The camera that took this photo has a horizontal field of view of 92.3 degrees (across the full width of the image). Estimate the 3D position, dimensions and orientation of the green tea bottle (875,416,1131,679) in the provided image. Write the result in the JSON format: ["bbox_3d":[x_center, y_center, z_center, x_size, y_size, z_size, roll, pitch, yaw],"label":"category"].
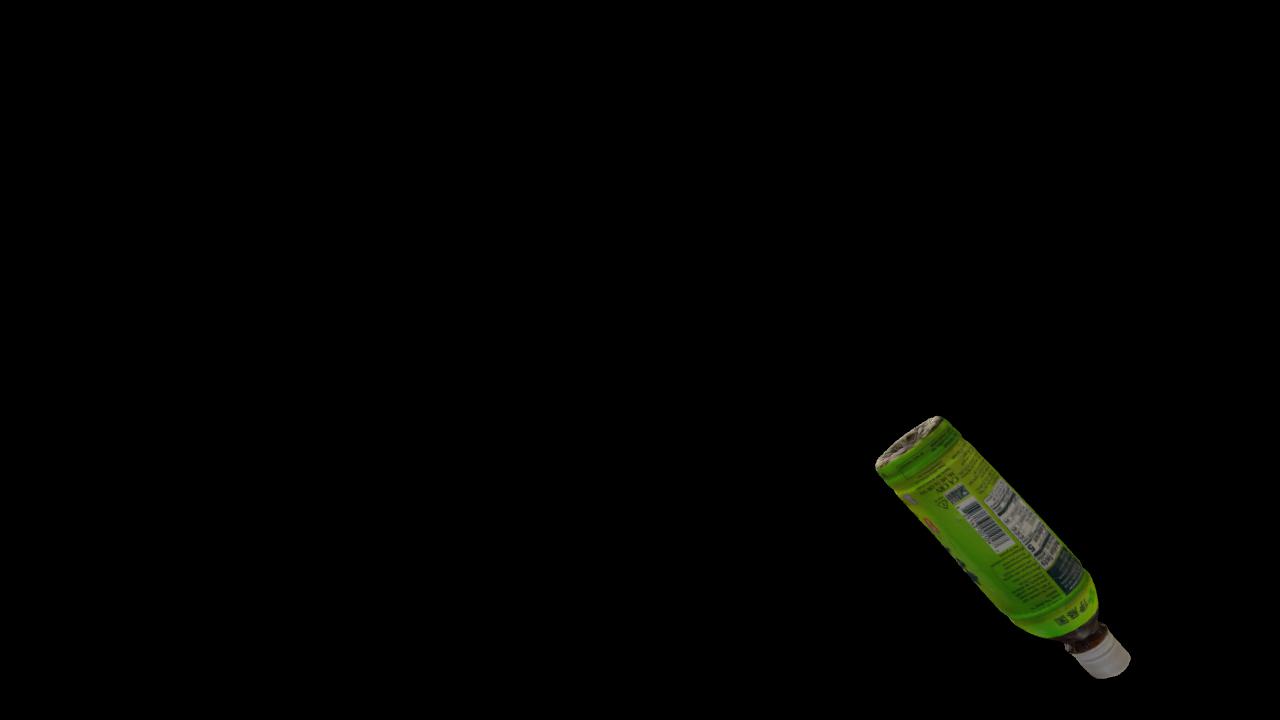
[{"bbox_3d":[0.278,0.144,0.471,0.073,0.212,0.073,-35,-15,-11],"label":"green tea bottle"}]
